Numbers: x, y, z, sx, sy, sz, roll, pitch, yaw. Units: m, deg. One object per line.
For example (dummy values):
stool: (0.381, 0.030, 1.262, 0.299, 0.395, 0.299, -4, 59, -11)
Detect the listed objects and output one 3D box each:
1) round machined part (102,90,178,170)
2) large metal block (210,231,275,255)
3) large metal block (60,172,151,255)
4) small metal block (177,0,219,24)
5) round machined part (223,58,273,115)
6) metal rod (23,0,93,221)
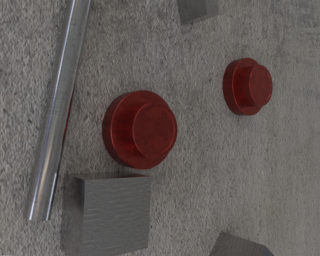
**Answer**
round machined part: (-0.017, 0.002, 0.379, 0.099, 0.042, 0.097, 0, 90, -40)
large metal block: (0.120, 0.215, 0.470, 0.050, 0.080, 0.080, 49, 61, -29)
large metal block: (-0.058, 0.092, 0.340, 0.081, 0.050, 0.080, 4, 87, -40)
small metal block: (0.051, -0.176, 0.431, 0.025, 0.050, 0.050, -16, 101, -39)
round machined part: (0.153, -0.070, 0.522, 0.099, 0.042, 0.097, 0, 90, -40)
metal rod: (-0.098, -0.058, 0.322, 0.025, 0.025, 0.299, 15, 81, -39)
